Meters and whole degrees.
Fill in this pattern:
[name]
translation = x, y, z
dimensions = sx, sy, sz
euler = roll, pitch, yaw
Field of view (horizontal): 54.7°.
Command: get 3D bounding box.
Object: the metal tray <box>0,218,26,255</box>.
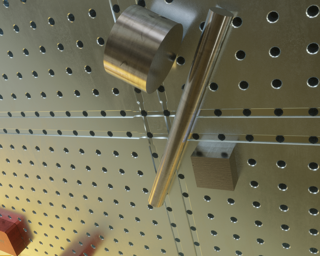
[metal tray]
translation = -0.415, 0.273, 0.796
dimensions = 0.130, 0.030, 0.089
euler = 8, 122, 24

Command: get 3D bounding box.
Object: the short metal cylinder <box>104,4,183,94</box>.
[short metal cylinder]
translation = -0.016, -0.083, 0.333
dimensions = 0.050, 0.080, 0.079
euler = 28, 128, 11

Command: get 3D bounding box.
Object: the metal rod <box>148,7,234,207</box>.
[metal rod]
translation = 0.027, -0.001, 0.396
dimensions = 0.025, 0.025, 0.298
euler = 26, 128, 12

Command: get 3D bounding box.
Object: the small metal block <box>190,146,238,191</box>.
[small metal block]
translation = 0.072, 0.053, 0.406
dimensions = 0.050, 0.025, 0.050
euler = 0, 119, 28
